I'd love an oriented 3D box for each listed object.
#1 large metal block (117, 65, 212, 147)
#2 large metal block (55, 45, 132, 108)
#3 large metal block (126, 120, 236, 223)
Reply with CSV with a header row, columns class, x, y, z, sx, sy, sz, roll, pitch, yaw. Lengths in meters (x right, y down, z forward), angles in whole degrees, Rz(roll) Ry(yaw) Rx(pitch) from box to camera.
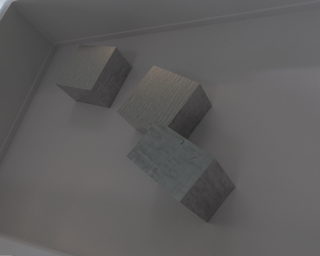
class,x,y,z,sx,sy,sz,roll,pitch,yaw
large metal block,0.006,-0.025,0.402,0.080,0.050,0.080,29,78,37
large metal block,-0.105,-0.084,0.497,0.080,0.050,0.080,13,68,33
large metal block,0.024,0.047,0.329,0.080,0.080,0.050,34,81,38
